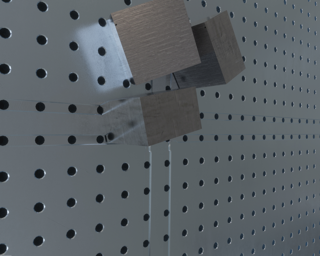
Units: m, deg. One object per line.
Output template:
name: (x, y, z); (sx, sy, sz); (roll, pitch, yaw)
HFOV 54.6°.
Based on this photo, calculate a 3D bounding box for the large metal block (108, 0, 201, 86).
large metal block: (-0.008, -0.103, 0.364); (0.080, 0.050, 0.080); (-21, 105, -8)

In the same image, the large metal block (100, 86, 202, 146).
large metal block: (-0.011, -0.015, 0.363); (0.081, 0.080, 0.050); (-16, 101, -39)

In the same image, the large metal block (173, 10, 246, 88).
large metal block: (0.057, -0.101, 0.419); (0.050, 0.080, 0.080); (-38, 114, -35)
